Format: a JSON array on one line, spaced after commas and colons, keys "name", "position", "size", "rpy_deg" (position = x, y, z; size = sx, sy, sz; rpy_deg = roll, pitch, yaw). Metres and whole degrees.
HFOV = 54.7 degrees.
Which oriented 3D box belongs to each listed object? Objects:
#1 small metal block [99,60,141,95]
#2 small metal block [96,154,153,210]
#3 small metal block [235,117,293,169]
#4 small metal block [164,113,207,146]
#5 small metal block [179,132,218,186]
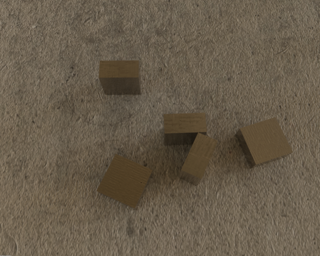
[{"name": "small metal block", "position": [-0.052, -0.067, 0.419], "size": [0.050, 0.050, 0.025], "rpy_deg": [-1, 70, 0]}, {"name": "small metal block", "position": [-0.042, 0.067, 0.383], "size": [0.050, 0.025, 0.050], "rpy_deg": [23, 72, 8]}, {"name": "small metal block", "position": [0.134, 0.019, 0.402], "size": [0.050, 0.025, 0.050], "rpy_deg": [-17, 71, -6]}, {"name": "small metal block", "position": [0.030, 0.002, 0.394], "size": [0.050, 0.050, 0.025], "rpy_deg": [-2, 70, -1]}, {"name": "small metal block", "position": [0.046, 0.040, 0.381], "size": [0.025, 0.050, 0.050], "rpy_deg": [24, 72, 8]}]
